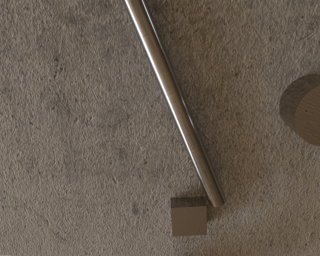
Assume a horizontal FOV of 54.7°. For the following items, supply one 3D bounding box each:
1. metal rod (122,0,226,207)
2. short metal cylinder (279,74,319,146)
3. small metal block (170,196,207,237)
[{"bbox_3d":[0.026,-0.023,0.401,0.025,0.025,0.299,-22,109,7],"label":"metal rod"},{"bbox_3d":[0.199,-0.024,0.390,0.081,0.050,0.079,0,110,0],"label":"short metal cylinder"},{"bbox_3d":[0.042,0.131,0.458,0.050,0.025,0.050,-4,110,1],"label":"small metal block"}]
